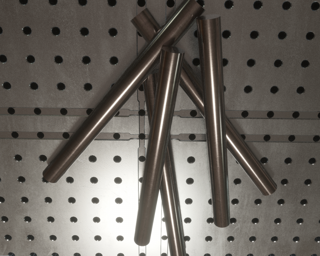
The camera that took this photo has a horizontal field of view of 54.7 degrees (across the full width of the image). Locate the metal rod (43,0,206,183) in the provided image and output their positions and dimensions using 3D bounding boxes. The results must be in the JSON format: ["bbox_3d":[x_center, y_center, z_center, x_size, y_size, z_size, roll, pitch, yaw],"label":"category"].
[{"bbox_3d":[-0.057,-0.033,0.383,0.025,0.025,0.299,39,112,-13],"label":"metal rod"}]

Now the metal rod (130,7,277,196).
[{"bbox_3d":[0.066,-0.023,0.406,0.025,0.025,0.300,-36,107,12],"label":"metal rod"}]

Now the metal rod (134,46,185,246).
[{"bbox_3d":[-0.007,0.044,0.404,0.025,0.025,0.298,7,120,-3],"label":"metal rod"}]

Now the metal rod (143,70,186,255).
[{"bbox_3d":[0.009,0.069,0.438,0.025,0.025,0.298,-8,110,2],"label":"metal rod"}]

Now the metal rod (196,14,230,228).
[{"bbox_3d":[0.072,0.013,0.394,0.025,0.025,0.298,-8,119,2],"label":"metal rod"}]
